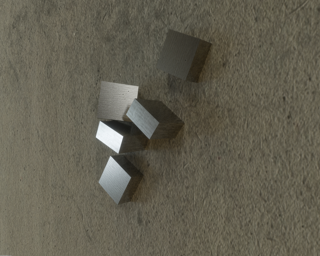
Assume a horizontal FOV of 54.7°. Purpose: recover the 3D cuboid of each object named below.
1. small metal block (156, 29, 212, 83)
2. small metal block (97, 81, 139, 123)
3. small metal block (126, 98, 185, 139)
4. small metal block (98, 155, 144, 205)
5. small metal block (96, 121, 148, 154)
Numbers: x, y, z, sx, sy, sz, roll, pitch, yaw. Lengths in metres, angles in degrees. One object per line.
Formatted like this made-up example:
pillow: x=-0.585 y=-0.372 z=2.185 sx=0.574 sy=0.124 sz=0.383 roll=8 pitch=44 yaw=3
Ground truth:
small metal block: x=0.029 y=-0.089 z=0.381 sx=0.050 sy=0.025 sz=0.050 roll=31 pitch=109 yaw=35
small metal block: x=-0.059 y=-0.035 z=0.431 sx=0.025 sy=0.050 sz=0.050 roll=172 pitch=105 yaw=-79
small metal block: x=-0.006 y=-0.012 z=0.393 sx=0.050 sy=0.050 sz=0.025 roll=45 pitch=117 yaw=30
small metal block: x=-0.058 y=0.075 z=0.453 sx=0.050 sy=0.025 sz=0.050 roll=40 pitch=114 yaw=32
small metal block: x=-0.051 y=0.011 z=0.431 sx=0.050 sy=0.050 sz=0.025 roll=30 pitch=111 yaw=36
